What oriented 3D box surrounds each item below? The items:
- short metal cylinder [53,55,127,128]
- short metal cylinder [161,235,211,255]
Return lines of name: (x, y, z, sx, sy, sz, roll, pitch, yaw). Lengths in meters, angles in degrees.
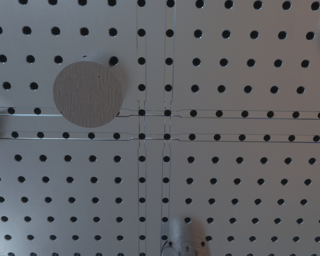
short metal cylinder: (-0.084, -0.046, 0.382, 0.081, 0.050, 0.079, 0, 110, -1)
short metal cylinder: (0.042, 0.215, 0.480, 0.081, 0.050, 0.079, 0, 110, -1)
